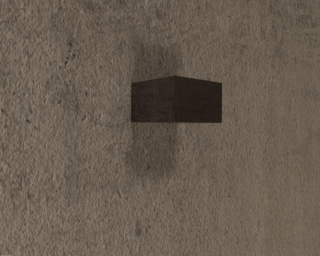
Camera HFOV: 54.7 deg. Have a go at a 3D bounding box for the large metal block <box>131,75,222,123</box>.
[{"bbox_3d":[0.020,-0.032,0.388,0.081,0.080,0.050,0,90,-40],"label":"large metal block"}]
